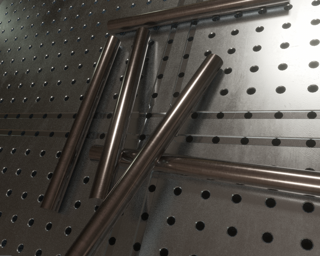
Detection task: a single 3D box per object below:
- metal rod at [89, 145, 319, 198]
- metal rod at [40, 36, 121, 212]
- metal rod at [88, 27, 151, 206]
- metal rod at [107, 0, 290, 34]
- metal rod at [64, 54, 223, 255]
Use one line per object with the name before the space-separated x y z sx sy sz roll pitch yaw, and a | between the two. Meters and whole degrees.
metal rod | 0.040 0.045 0.358 0.300 0.025 0.025 4 64 29
metal rod | -0.115 -0.021 0.479 0.025 0.025 0.300 0 62 28
metal rod | -0.048 -0.038 0.433 0.025 0.025 0.300 -8 51 23
metal rod | 0.045 -0.185 0.496 0.300 0.025 0.025 0 62 27
metal rod | -0.004 0.020 0.365 0.025 0.025 0.301 18 61 34
